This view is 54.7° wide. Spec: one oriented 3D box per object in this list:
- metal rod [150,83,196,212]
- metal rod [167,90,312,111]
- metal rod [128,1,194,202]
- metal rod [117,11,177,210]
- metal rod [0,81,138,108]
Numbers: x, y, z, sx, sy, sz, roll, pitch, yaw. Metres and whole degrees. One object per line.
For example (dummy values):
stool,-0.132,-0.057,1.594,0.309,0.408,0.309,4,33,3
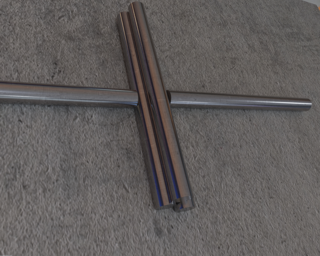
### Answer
metal rod,-0.001,-0.035,0.429,0.025,0.025,0.299,1,61,-28
metal rod,0.142,-0.043,0.510,0.303,0.025,0.025,-1,62,-29
metal rod,-0.005,-0.052,0.410,0.025,0.025,0.299,1,61,-28
metal rod,-0.024,-0.041,0.419,0.025,0.025,0.299,1,61,-28
metal rod,-0.167,-0.039,0.339,0.303,0.025,0.025,0,62,-28
